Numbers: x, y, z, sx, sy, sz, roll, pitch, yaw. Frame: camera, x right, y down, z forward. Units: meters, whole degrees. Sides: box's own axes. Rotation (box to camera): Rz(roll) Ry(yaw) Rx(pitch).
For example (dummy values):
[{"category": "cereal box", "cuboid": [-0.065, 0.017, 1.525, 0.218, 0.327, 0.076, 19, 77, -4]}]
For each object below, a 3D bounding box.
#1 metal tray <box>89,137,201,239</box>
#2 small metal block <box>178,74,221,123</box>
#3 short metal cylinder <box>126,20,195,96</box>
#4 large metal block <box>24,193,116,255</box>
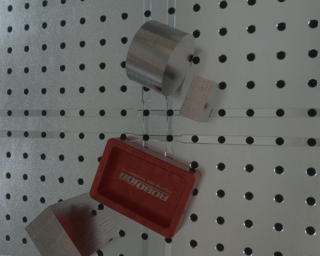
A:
[{"category": "metal tray", "cuboid": [-0.022, 0.076, 0.417, 0.130, 0.030, 0.089, 22, 97, 18]}, {"category": "small metal block", "cuboid": [0.050, -0.035, 0.381, 0.025, 0.050, 0.050, 24, 98, 18]}, {"category": "short metal cylinder", "cuboid": [0.002, -0.086, 0.383, 0.050, 0.080, 0.080, 27, 99, 18]}, {"category": "large metal block", "cuboid": [-0.120, 0.144, 0.426, 0.050, 0.080, 0.080, -43, 77, 15]}]
